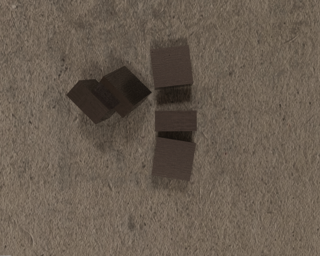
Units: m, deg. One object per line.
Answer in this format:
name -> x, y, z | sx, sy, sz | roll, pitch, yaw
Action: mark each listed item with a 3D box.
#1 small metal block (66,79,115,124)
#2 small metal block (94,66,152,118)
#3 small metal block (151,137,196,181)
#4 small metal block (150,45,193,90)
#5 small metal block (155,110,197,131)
small metal block -> -0.082, -0.035, 0.394 | 0.050, 0.050, 0.025 | 45, 105, 0
small metal block -> -0.046, -0.047, 0.394 | 0.050, 0.050, 0.025 | 45, 125, 0
small metal block -> 0.018, 0.040, 0.410 | 0.050, 0.025, 0.050 | 9, 90, -1
small metal block -> 0.015, -0.079, 0.410 | 0.050, 0.025, 0.050 | -7, 90, -1
small metal block -> 0.019, -0.009, 0.398 | 0.050, 0.050, 0.025 | -1, 90, -1
